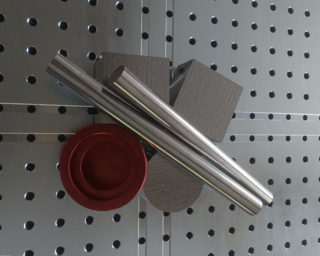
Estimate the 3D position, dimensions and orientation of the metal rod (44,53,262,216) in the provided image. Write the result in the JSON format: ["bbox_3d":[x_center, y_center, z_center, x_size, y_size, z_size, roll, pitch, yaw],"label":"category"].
[{"bbox_3d":[0.007,0.019,0.357,0.301,0.025,0.025,36,78,-18],"label":"metal rod"}]

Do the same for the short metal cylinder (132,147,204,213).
[{"bbox_3d":[0.009,0.062,0.398,0.081,0.050,0.079,0,90,-20],"label":"short metal cylinder"}]

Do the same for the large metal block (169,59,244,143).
[{"bbox_3d":[0.052,-0.034,0.414,0.080,0.050,0.080,26,82,-18],"label":"large metal block"}]

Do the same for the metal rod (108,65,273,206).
[{"bbox_3d":[0.057,0.026,0.390,0.301,0.025,0.025,38,78,-31],"label":"metal rod"}]

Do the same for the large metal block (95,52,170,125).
[{"bbox_3d":[-0.035,-0.044,0.379,0.081,0.050,0.079,1,90,-20],"label":"large metal block"}]

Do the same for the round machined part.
[{"bbox_3d":[-0.062,0.045,0.365,0.099,0.042,0.097,0,87,3],"label":"round machined part"}]
